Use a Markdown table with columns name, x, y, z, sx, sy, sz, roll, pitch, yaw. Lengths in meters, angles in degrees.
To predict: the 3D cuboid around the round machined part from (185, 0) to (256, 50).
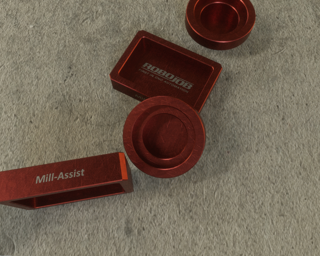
| name | x | y | z | sx | sy | sz | roll | pitch | yaw |
| --- | --- | --- | --- | --- | --- | --- | --- | --- | --- |
| round machined part | 0.086 | -0.156 | 0.457 | 0.099 | 0.042 | 0.098 | 0 | 70 | -1 |

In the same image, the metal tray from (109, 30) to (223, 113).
| name | x | y | z | sx | sy | sz | roll | pitch | yaw |
| --- | --- | --- | --- | --- | --- | --- | --- | --- | --- |
| metal tray | 0.008 | -0.072 | 0.431 | 0.130 | 0.030 | 0.090 | 26 | 72 | 9 |

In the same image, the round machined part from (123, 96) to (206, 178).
| name | x | y | z | sx | sy | sz | roll | pitch | yaw |
| --- | --- | --- | --- | --- | --- | --- | --- | --- | --- |
| round machined part | 0.008 | 0.009 | 0.382 | 0.098 | 0.042 | 0.097 | 1 | 96 | 12 |

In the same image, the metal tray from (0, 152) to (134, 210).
| name | x | y | z | sx | sy | sz | roll | pitch | yaw |
| --- | --- | --- | --- | --- | --- | --- | --- | --- | --- |
| metal tray | -0.099 | 0.063 | 0.349 | 0.131 | 0.090 | 0.030 | -9 | 71 | -4 |
